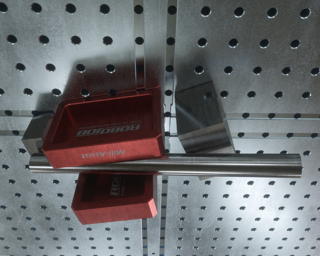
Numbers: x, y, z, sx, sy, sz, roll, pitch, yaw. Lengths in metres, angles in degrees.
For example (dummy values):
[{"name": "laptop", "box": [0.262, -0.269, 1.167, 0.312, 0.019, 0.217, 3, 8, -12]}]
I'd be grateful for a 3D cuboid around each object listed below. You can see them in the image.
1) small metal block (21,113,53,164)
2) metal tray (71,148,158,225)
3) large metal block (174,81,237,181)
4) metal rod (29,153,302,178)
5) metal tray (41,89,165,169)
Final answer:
[{"name": "small metal block", "box": [-0.151, 0.016, 0.406, 0.025, 0.050, 0.050, -6, 130, 5]}, {"name": "metal tray", "box": [-0.050, 0.052, 0.386, 0.090, 0.130, 0.030, -7, 130, 5]}, {"name": "large metal block", "box": [0.057, 0.003, 0.378, 0.050, 0.080, 0.080, -18, 128, 14]}, {"name": "metal rod", "box": [-0.005, 0.041, 0.347, 0.301, 0.025, 0.025, -1, 131, 12]}, {"name": "metal tray", "box": [-0.061, -0.001, 0.366, 0.131, 0.090, 0.030, -7, 131, 5]}]
